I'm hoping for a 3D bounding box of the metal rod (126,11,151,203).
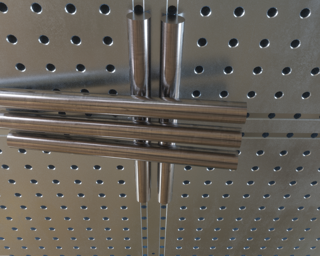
[{"bbox_3d":[-0.025,-0.001,0.411,0.025,0.025,0.298,1,130,-1],"label":"metal rod"}]

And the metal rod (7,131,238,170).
[{"bbox_3d":[-0.052,0.028,0.407,0.302,0.025,0.025,5,131,6],"label":"metal rod"}]

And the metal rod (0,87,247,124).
[{"bbox_3d":[-0.055,-0.027,0.361,0.302,0.025,0.025,4,131,6],"label":"metal rod"}]

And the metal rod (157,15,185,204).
[{"bbox_3d":[0.010,0.002,0.414,0.025,0.025,0.298,1,130,-1],"label":"metal rod"}]

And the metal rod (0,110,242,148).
[{"bbox_3d":[-0.054,0.000,0.384,0.302,0.025,0.025,4,131,6],"label":"metal rod"}]
